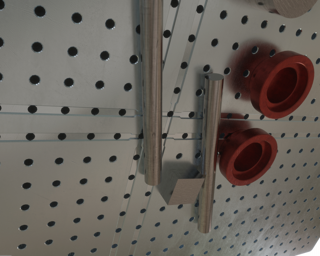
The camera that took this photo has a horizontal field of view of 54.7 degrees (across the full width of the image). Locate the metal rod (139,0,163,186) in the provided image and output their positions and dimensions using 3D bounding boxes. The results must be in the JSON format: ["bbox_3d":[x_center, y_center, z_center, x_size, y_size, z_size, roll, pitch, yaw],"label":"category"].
[{"bbox_3d":[-0.009,-0.051,0.374,0.025,0.025,0.298,-13,124,-21],"label":"metal rod"}]

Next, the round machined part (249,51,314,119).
[{"bbox_3d":[0.172,-0.065,0.453,0.099,0.042,0.097,-14,124,-21],"label":"round machined part"}]

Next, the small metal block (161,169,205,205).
[{"bbox_3d":[0.036,0.093,0.488,0.050,0.025,0.050,5,116,-31],"label":"small metal block"}]

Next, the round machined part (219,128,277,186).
[{"bbox_3d":[0.136,0.042,0.500,0.099,0.042,0.097,-14,124,-21],"label":"round machined part"}]

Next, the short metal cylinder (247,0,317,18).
[{"bbox_3d":[0.148,-0.176,0.366,0.081,0.050,0.079,-14,124,-21],"label":"short metal cylinder"}]

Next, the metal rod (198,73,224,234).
[{"bbox_3d":[0.076,0.058,0.488,0.025,0.025,0.298,-16,125,-20],"label":"metal rod"}]
